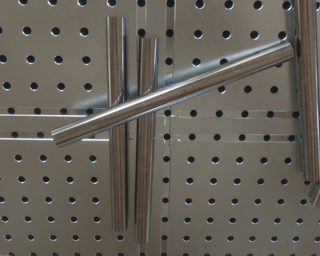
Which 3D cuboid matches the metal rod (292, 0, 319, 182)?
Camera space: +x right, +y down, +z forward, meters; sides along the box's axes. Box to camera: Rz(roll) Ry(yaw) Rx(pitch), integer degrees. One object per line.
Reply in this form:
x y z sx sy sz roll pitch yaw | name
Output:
0.187 -0.067 0.391 0.025 0.025 0.298 -11 110 4 | metal rod

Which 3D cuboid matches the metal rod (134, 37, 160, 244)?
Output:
-0.020 0.031 0.424 0.025 0.025 0.298 3 110 -2 | metal rod

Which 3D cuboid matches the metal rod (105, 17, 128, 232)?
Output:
-0.056 0.009 0.415 0.025 0.025 0.298 1 110 -1 | metal rod

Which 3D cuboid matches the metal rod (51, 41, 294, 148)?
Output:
0.017 -0.041 0.375 0.302 0.025 0.025 -21 109 -2 | metal rod

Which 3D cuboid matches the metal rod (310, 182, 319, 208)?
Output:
0.257 -0.026 0.407 0.025 0.025 0.298 8 110 -3 | metal rod
